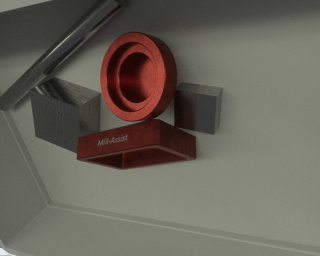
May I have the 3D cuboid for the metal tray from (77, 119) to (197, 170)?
[{"bbox_3d":[-0.030,0.026,0.400,0.130,0.090,0.030,-12,68,33],"label":"metal tray"}]

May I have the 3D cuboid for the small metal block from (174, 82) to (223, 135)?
[{"bbox_3d":[0.045,-0.024,0.369,0.050,0.025,0.050,12,123,21],"label":"small metal block"}]

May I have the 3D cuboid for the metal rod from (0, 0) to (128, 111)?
[{"bbox_3d":[-0.153,-0.092,0.429,0.299,0.025,0.025,-26,105,36],"label":"metal rod"}]

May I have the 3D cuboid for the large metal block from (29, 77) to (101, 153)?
[{"bbox_3d":[-0.135,-0.018,0.450,0.080,0.050,0.079,20,126,16],"label":"large metal block"}]

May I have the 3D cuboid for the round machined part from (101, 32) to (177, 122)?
[{"bbox_3d":[-0.020,-0.057,0.356,0.098,0.042,0.097,4,96,38],"label":"round machined part"}]
